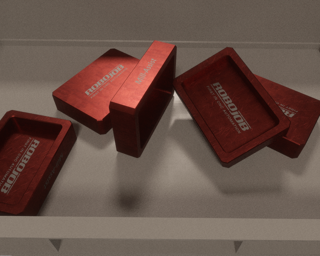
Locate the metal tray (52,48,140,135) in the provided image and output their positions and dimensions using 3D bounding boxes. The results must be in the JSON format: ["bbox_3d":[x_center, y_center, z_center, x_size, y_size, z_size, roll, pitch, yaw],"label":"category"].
[{"bbox_3d":[-0.075,-0.058,0.450,0.090,0.030,0.131,28,55,21],"label":"metal tray"}]

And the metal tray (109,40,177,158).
[{"bbox_3d":[-0.016,-0.038,0.394,0.030,0.089,0.130,17,52,14],"label":"metal tray"}]

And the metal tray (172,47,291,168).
[{"bbox_3d":[0.085,-0.028,0.387,0.090,0.030,0.130,-31,67,3],"label":"metal tray"}]

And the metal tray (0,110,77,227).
[{"bbox_3d":[-0.167,0.041,0.365,0.090,0.030,0.130,10,51,8],"label":"metal tray"}]

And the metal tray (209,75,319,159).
[{"bbox_3d":[0.143,-0.025,0.425,0.130,0.030,0.090,28,55,21],"label":"metal tray"}]
